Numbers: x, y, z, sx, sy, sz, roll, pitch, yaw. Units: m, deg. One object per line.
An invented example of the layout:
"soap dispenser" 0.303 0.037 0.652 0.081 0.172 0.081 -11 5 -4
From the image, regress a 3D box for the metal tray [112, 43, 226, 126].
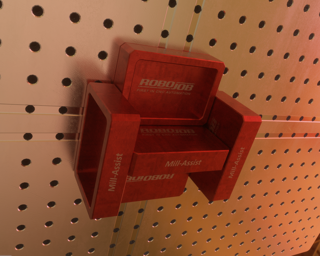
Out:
"metal tray" 0.010 -0.049 0.384 0.131 0.030 0.089 0 118 -29

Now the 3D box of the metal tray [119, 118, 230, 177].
"metal tray" 0.008 0.018 0.384 0.131 0.090 0.030 1 118 -29

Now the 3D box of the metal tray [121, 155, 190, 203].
"metal tray" -0.019 0.057 0.433 0.131 0.030 0.089 0 118 -29

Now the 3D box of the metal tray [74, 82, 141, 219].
"metal tray" -0.065 0.024 0.349 0.030 0.090 0.129 1 118 -29

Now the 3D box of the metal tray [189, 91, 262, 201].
"metal tray" 0.078 0.023 0.427 0.030 0.090 0.129 1 118 -29
